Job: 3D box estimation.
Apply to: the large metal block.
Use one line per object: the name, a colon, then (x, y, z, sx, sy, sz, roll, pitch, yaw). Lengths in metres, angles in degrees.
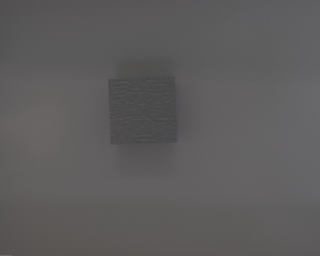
large metal block: (-0.021, -0.021, 0.399, 0.080, 0.050, 0.080, -2, 90, 0)
